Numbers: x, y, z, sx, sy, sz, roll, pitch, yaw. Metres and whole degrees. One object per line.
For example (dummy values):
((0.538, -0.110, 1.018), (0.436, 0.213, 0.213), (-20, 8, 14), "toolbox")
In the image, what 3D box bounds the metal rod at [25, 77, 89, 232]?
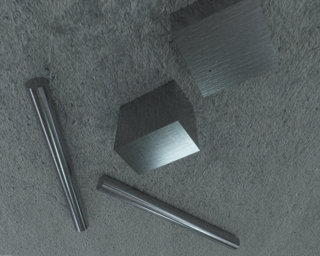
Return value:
((-0.142, 0.061, 0.456), (0.025, 0.025, 0.298), (-1, 130, 0), "metal rod")

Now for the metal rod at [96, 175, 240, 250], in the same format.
((0.027, 0.154, 0.538), (0.301, 0.025, 0.025), (31, 123, -24), "metal rod")

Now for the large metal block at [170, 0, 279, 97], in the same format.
((0.065, -0.089, 0.316), (0.080, 0.050, 0.080), (-21, 127, 16), "large metal block")

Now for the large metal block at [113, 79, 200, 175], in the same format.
((-0.004, -0.001, 0.370), (0.080, 0.080, 0.050), (-25, 126, 19), "large metal block")
